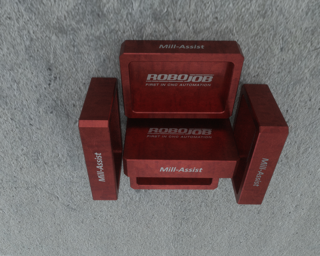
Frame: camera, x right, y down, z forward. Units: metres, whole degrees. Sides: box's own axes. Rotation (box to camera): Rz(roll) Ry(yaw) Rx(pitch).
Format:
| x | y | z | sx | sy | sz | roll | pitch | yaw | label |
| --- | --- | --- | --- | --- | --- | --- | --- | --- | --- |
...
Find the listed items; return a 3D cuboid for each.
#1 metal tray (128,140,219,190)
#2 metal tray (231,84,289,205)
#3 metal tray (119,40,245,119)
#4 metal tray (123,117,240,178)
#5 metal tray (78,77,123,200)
| x | y | z | sx | sy | sz | roll | pitch | yaw | label |
| --- | --- | --- | --- | --- | --- | --- | --- | --- | --- |
| 0.021 | 0.049 | 0.449 | 0.131 | 0.030 | 0.089 | 0 | 129 | -1 | metal tray |
| 0.114 | 0.022 | 0.385 | 0.030 | 0.090 | 0.129 | 1 | 130 | -1 | metal tray |
| 0.023 | -0.054 | 0.360 | 0.131 | 0.030 | 0.089 | 0 | 133 | -1 | metal tray |
| 0.024 | 0.017 | 0.383 | 0.131 | 0.090 | 0.030 | 1 | 131 | -1 | metal tray |
| -0.067 | 0.015 | 0.378 | 0.030 | 0.090 | 0.129 | 1 | 131 | -1 | metal tray |
